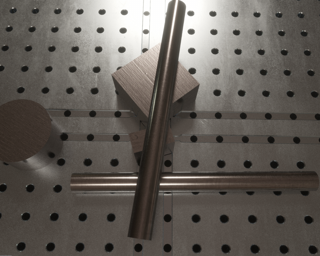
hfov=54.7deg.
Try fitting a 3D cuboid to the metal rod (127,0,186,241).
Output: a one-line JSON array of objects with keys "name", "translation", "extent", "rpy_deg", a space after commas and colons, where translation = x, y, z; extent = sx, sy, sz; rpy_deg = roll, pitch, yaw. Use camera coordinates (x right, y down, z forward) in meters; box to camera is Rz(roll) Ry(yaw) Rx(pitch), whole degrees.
[{"name": "metal rod", "translation": [0.001, -0.026, 0.367], "extent": [0.025, 0.025, 0.299], "rpy_deg": [8, 70, 2]}]

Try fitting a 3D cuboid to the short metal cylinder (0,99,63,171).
[{"name": "short metal cylinder", "translation": [-0.170, 0.010, 0.393], "extent": [0.081, 0.050, 0.080], "rpy_deg": [0, 70, 0]}]

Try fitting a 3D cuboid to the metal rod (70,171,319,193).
[{"name": "metal rod", "translation": [0.043, 0.067, 0.387], "extent": [0.302, 0.025, 0.025], "rpy_deg": [0, 70, -1]}]

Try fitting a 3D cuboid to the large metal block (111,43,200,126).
[{"name": "large metal block", "translation": [-0.006, -0.054, 0.418], "extent": [0.080, 0.050, 0.080], "rpy_deg": [-36, 74, -13]}]

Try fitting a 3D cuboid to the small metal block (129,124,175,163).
[{"name": "small metal block", "translation": [-0.010, 0.020, 0.391], "extent": [0.050, 0.050, 0.025], "rpy_deg": [-15, 71, -6]}]
